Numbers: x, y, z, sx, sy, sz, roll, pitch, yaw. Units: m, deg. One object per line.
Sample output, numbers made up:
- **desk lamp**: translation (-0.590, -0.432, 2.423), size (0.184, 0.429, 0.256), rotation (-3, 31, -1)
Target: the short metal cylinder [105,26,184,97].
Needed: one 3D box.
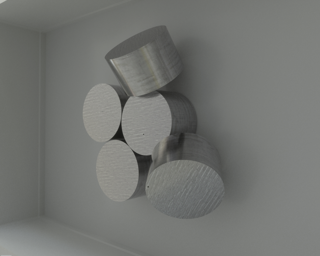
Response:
- **short metal cylinder**: translation (-0.018, -0.081, 0.373), size (0.080, 0.080, 0.050), rotation (-4, 126, 39)

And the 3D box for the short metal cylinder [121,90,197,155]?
- **short metal cylinder**: translation (-0.002, -0.007, 0.388), size (0.080, 0.050, 0.079), rotation (0, 90, 39)

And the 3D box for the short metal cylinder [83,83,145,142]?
- **short metal cylinder**: translation (-0.064, -0.021, 0.438), size (0.080, 0.050, 0.079), rotation (0, 90, 39)

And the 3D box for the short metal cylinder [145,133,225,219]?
- **short metal cylinder**: translation (0.027, 0.052, 0.338), size (0.080, 0.050, 0.079), rotation (2, 121, 4)

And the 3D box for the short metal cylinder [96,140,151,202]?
- **short metal cylinder**: translation (-0.041, 0.055, 0.419), size (0.080, 0.050, 0.079), rotation (0, 90, 39)
